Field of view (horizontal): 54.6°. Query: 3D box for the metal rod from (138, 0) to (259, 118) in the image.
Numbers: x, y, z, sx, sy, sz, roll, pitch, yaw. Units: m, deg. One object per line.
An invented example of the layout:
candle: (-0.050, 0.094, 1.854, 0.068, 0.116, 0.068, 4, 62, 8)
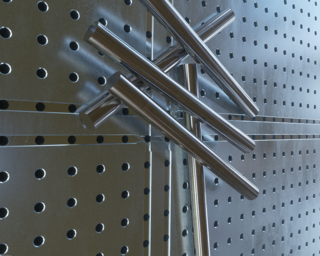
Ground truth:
metal rod: (0.071, -0.091, 0.440, 0.301, 0.025, 0.025, 34, 69, -43)

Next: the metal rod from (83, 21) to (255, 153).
metal rod: (0.034, -0.035, 0.402, 0.301, 0.025, 0.025, 31, 71, -36)

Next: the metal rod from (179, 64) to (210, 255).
metal rod: (0.052, 0.059, 0.451, 0.025, 0.025, 0.298, -8, 95, -40)

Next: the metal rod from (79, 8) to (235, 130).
metal rod: (0.015, -0.094, 0.419, 0.301, 0.025, 0.025, -42, 116, -32)

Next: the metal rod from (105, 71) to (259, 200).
metal rod: (0.048, 0.027, 0.414, 0.301, 0.025, 0.025, 38, 67, -33)
